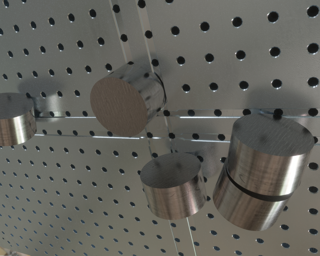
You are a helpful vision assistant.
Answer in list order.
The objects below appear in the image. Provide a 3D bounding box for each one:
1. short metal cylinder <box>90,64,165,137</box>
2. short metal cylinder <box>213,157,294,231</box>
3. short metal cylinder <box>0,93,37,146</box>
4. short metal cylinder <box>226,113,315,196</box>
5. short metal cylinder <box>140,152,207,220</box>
[{"bbox_3d":[-0.040,-0.036,0.394,0.080,0.050,0.079,13,124,21],"label":"short metal cylinder"},{"bbox_3d":[0.108,0.071,0.363,0.080,0.080,0.050,22,127,15],"label":"short metal cylinder"},{"bbox_3d":[-0.242,-0.015,0.494,0.080,0.080,0.050,20,126,16],"label":"short metal cylinder"},{"bbox_3d":[0.115,0.026,0.331,0.080,0.080,0.050,15,124,20],"label":"short metal cylinder"},{"bbox_3d":[0.019,0.075,0.412,0.080,0.080,0.050,1,119,28],"label":"short metal cylinder"}]
